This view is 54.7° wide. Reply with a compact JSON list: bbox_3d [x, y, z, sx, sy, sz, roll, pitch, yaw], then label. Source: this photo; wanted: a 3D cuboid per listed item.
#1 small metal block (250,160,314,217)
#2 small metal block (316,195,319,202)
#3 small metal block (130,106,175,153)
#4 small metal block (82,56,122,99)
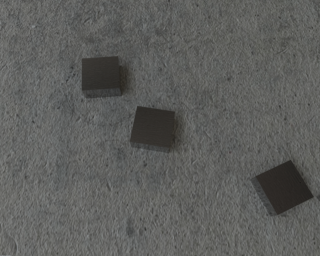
[{"bbox_3d":[0.149,0.074,0.382,0.050,0.025,0.050,-23,72,-8],"label":"small metal block"},{"bbox_3d":[0.231,0.093,0.376,0.050,0.025,0.050,-25,72,-9],"label":"small metal block"},{"bbox_3d":[-0.009,0.002,0.407,0.050,0.025,0.050,9,70,3],"label":"small metal block"},{"bbox_3d":[-0.081,-0.071,0.433,0.050,0.025,0.050,-4,70,-2],"label":"small metal block"}]
